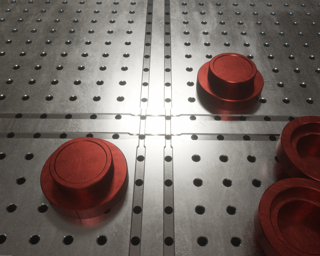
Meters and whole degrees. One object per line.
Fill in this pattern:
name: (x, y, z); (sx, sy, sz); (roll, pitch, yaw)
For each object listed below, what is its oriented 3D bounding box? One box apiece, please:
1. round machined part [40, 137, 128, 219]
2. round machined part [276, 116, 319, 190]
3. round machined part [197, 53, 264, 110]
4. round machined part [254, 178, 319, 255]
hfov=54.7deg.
round machined part: (-0.087, 0.049, 0.354); (0.099, 0.042, 0.098); (0, 50, 0)
round machined part: (0.189, 0.035, 0.370); (0.099, 0.042, 0.098); (0, 50, 0)
round machined part: (0.105, -0.075, 0.461); (0.099, 0.042, 0.098); (0, 50, 0)
round machined part: (0.144, 0.103, 0.312); (0.099, 0.042, 0.098); (0, 50, 0)
